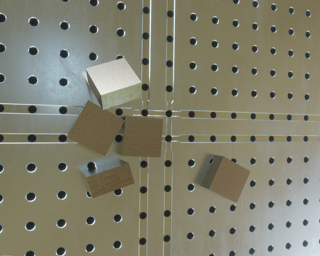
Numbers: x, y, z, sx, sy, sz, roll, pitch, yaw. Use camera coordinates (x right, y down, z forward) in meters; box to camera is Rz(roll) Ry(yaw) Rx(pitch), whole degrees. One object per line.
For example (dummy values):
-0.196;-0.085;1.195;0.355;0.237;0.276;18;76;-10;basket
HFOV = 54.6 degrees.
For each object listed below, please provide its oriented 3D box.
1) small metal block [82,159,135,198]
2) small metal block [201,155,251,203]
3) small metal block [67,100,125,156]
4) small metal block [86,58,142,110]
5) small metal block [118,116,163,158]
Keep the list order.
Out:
-0.064;0.059;0.376;0.050;0.050;0.025;-17;96;-19;small metal block
0.095;0.073;0.447;0.050;0.025;0.050;29;81;-18;small metal block
-0.079;-0.001;0.380;0.050;0.025;0.050;30;87;-18;small metal block
-0.056;-0.055;0.377;0.050;0.025;0.050;-21;55;-19;small metal block
-0.025;0.011;0.403;0.050;0.025;0.050;5;89;-20;small metal block
